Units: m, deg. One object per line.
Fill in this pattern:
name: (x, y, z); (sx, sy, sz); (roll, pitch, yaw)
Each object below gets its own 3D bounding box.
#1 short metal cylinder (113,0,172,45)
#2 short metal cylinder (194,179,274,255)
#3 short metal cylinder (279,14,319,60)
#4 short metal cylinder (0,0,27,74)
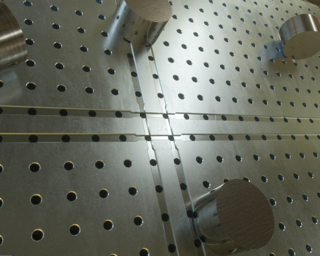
short metal cylinder: (-0.028, -0.178, 0.485); (0.081, 0.050, 0.080); (14, 56, -21)
short metal cylinder: (0.088, 0.108, 0.373); (0.081, 0.050, 0.080); (14, 56, -21)
short metal cylinder: (0.295, -0.189, 0.646); (0.081, 0.080, 0.050); (13, 56, -21)
short metal cylinder: (-0.190, -0.095, 0.329); (0.080, 0.080, 0.050); (46, 51, 4)
